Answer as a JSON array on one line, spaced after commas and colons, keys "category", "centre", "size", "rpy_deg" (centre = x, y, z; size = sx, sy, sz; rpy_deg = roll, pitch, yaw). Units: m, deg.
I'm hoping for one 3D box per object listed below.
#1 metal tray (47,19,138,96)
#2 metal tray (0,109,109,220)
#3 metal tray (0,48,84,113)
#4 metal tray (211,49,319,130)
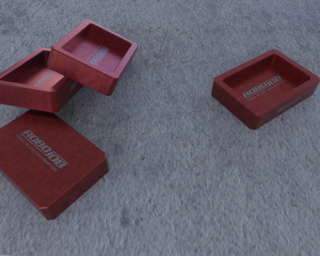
[{"category": "metal tray", "centre": [-0.090, -0.106, 0.446], "size": [0.090, 0.030, 0.130], "rpy_deg": [26, 35, -7]}, {"category": "metal tray", "centre": [-0.137, 0.034, 0.369], "size": [0.130, 0.030, 0.090], "rpy_deg": [33, 57, 24]}, {"category": "metal tray", "centre": [-0.158, -0.072, 0.435], "size": [0.090, 0.030, 0.130], "rpy_deg": [10, 34, 8]}, {"category": "metal tray", "centre": [0.153, -0.061, 0.452], "size": [0.131, 0.030, 0.090], "rpy_deg": [-28, 56, -22]}]
